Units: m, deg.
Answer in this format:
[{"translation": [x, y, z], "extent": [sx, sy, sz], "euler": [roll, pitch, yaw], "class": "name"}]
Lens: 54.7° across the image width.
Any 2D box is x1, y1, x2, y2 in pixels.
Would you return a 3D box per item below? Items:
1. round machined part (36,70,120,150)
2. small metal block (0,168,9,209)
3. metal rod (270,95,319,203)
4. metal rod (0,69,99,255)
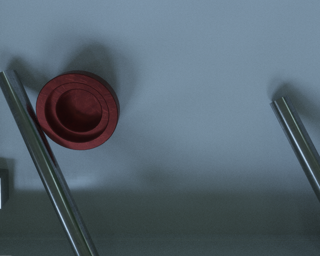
[{"translation": [-0.100, -0.024, 0.392], "extent": [0.099, 0.042, 0.097], "euler": [0, 110, -1], "class": "round machined part"}, {"translation": [-0.246, 0.083, 0.439], "extent": [0.050, 0.025, 0.050], "euler": [8, 110, -4], "class": "small metal block"}, {"translation": [0.215, 0.098, 0.383], "extent": [0.025, 0.025, 0.299], "euler": [-25, 83, 8], "class": "metal rod"}, {"translation": [-0.127, 0.068, 0.376], "extent": [0.025, 0.025, 0.299], "euler": [-26, 86, 9], "class": "metal rod"}]
